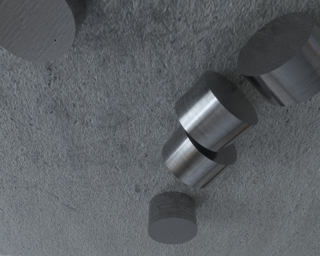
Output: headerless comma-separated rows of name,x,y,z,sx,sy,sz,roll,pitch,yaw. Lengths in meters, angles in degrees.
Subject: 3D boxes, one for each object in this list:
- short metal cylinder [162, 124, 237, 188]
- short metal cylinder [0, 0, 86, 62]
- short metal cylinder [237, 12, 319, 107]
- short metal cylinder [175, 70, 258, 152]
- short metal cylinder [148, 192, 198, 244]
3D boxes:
short metal cylinder,0.050,0.030,0.397,0.080,0.080,0.050,24,126,-20
short metal cylinder,-0.116,-0.111,0.295,0.081,0.050,0.079,0,130,0
short metal cylinder,0.127,-0.069,0.314,0.080,0.080,0.050,-36,121,27
short metal cylinder,0.065,-0.019,0.355,0.080,0.080,0.050,30,124,-23
short metal cylinder,0.021,0.152,0.520,0.081,0.050,0.079,0,130,0
